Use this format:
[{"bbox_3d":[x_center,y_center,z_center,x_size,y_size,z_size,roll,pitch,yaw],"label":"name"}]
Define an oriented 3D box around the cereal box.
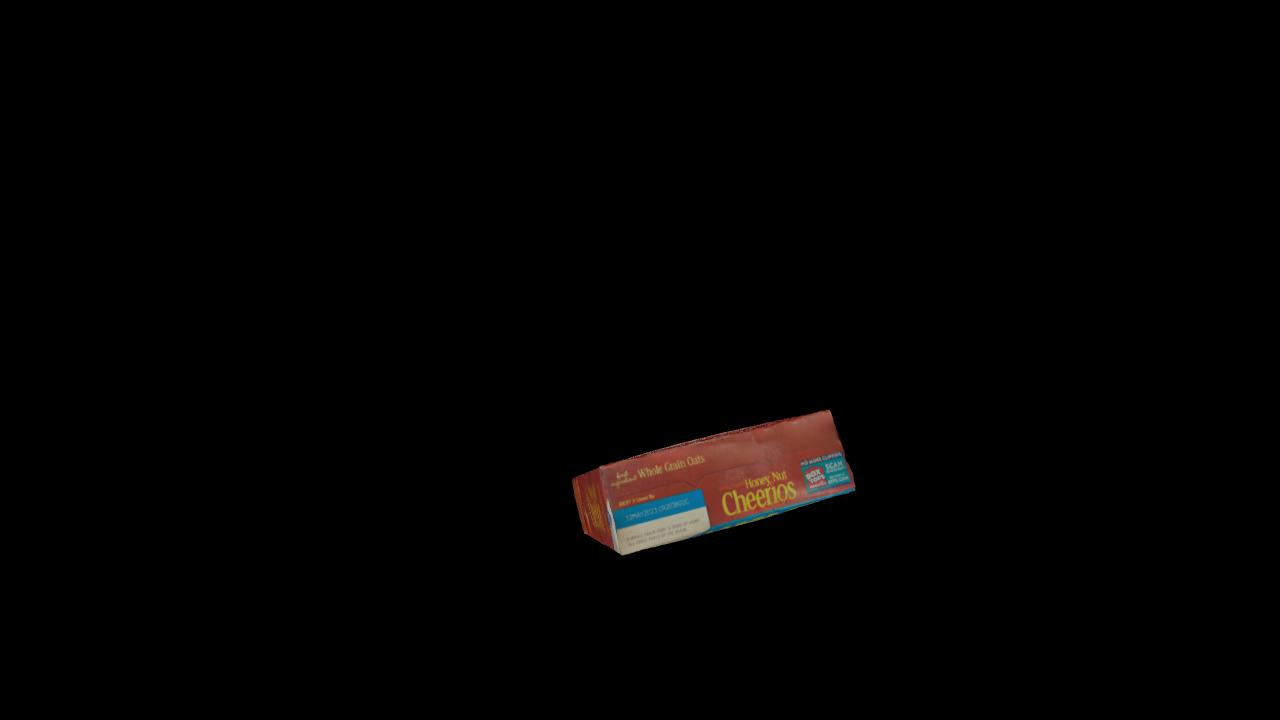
[{"bbox_3d":[0.045,0.125,0.621,0.203,0.081,0.306,-12,-9,-13],"label":"cereal box"}]
